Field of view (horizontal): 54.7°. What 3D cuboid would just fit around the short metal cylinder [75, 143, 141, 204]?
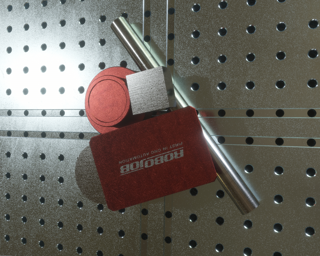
[{"bbox_3d":[-0.066,0.057,0.418,0.080,0.050,0.079,0,90,20],"label":"short metal cylinder"}]

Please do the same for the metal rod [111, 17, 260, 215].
[{"bbox_3d":[0.026,-0.024,0.400,0.025,0.025,0.299,-38,78,16],"label":"metal rod"}]

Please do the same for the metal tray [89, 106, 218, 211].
[{"bbox_3d":[-0.008,0.036,0.368,0.131,0.030,0.090,-18,84,6],"label":"metal tray"}]

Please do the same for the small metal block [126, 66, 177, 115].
[{"bbox_3d":[-0.010,-0.046,0.387,0.050,0.025,0.050,-11,89,24],"label":"small metal block"}]

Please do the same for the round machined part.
[{"bbox_3d":[-0.061,-0.035,0.420,0.098,0.042,0.097,0,90,21],"label":"round machined part"}]
